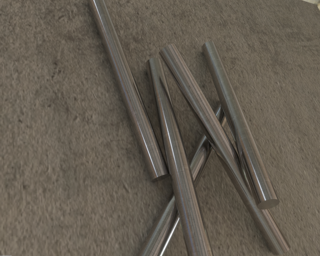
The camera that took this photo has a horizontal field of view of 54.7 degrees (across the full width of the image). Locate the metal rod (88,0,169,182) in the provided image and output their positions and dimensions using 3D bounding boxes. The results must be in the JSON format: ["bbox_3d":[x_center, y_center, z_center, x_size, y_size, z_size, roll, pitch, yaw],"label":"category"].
[{"bbox_3d":[-0.049,-0.071,0.421,0.025,0.025,0.299,-8,66,-32],"label":"metal rod"}]

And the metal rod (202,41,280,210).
[{"bbox_3d":[0.103,-0.028,0.441,0.025,0.025,0.300,12,45,-22],"label":"metal rod"}]

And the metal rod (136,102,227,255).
[{"bbox_3d":[0.044,0.052,0.397,0.025,0.025,0.301,37,51,-4],"label":"metal rod"}]

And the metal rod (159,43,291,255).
[{"bbox_3d":[0.082,0.025,0.404,0.025,0.025,0.299,-27,86,-37],"label":"metal rod"}]

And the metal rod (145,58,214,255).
[{"bbox_3d":[0.018,0.026,0.375,0.025,0.025,0.299,6,52,-25],"label":"metal rod"}]
